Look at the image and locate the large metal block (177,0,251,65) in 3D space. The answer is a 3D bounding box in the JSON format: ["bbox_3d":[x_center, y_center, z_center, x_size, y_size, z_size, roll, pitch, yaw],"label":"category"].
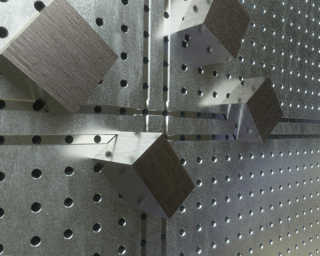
[{"bbox_3d":[0.083,-0.155,0.465,0.080,0.050,0.080,36,68,-35],"label":"large metal block"}]

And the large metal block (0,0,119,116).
[{"bbox_3d":[-0.103,-0.068,0.308,0.080,0.050,0.080,46,63,-31],"label":"large metal block"}]

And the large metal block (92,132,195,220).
[{"bbox_3d":[-0.019,0.051,0.359,0.050,0.080,0.080,-46,118,-30],"label":"large metal block"}]

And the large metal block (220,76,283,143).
[{"bbox_3d":[0.159,-0.031,0.529,0.080,0.050,0.080,-45,117,-31],"label":"large metal block"}]
